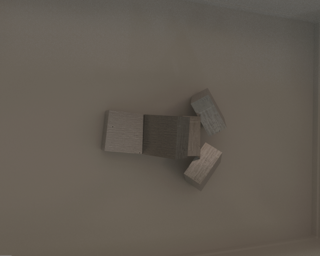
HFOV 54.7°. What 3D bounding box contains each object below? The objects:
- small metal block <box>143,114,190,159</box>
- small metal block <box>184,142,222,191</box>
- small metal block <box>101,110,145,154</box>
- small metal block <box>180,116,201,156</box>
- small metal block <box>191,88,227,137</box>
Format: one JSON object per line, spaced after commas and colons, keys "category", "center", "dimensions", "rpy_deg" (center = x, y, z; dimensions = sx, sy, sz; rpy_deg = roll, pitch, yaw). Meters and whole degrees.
{"category": "small metal block", "center": [0.007, 0.010, 0.380], "dimensions": [0.025, 0.050, 0.050], "rpy_deg": [1, 93, -52]}
{"category": "small metal block", "center": [0.058, 0.053, 0.416], "dimensions": [0.025, 0.050, 0.050], "rpy_deg": [32, 76, 18]}
{"category": "small metal block", "center": [-0.045, 0.005, 0.392], "dimensions": [0.050, 0.025, 0.050], "rpy_deg": [7, 88, -20]}
{"category": "small metal block", "center": [0.030, 0.010, 0.408], "dimensions": [0.025, 0.050, 0.050], "rpy_deg": [1, 90, -20]}
{"category": "small metal block", "center": [0.066, -0.023, 0.418], "dimensions": [0.025, 0.050, 0.050], "rpy_deg": [-28, 102, 15]}
